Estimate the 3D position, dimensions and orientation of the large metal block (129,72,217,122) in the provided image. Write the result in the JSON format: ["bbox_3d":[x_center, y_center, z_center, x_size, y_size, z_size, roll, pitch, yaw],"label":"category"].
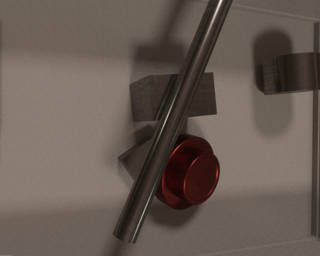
[{"bbox_3d":[0.013,-0.037,0.387,0.081,0.080,0.050,-7,93,-20],"label":"large metal block"}]

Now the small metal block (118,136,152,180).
[{"bbox_3d":[-0.018,0.045,0.405,0.050,0.025,0.050,-35,102,-17],"label":"small metal block"}]

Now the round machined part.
[{"bbox_3d":[0.040,0.059,0.398,0.099,0.042,0.097,-14,111,-40],"label":"round machined part"}]

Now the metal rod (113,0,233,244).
[{"bbox_3d":[0.020,-0.026,0.333,0.025,0.025,0.299,25,82,-19],"label":"metal rod"}]

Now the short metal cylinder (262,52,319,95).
[{"bbox_3d":[0.193,-0.077,0.454,0.081,0.080,0.050,-6,92,-20],"label":"short metal cylinder"}]
